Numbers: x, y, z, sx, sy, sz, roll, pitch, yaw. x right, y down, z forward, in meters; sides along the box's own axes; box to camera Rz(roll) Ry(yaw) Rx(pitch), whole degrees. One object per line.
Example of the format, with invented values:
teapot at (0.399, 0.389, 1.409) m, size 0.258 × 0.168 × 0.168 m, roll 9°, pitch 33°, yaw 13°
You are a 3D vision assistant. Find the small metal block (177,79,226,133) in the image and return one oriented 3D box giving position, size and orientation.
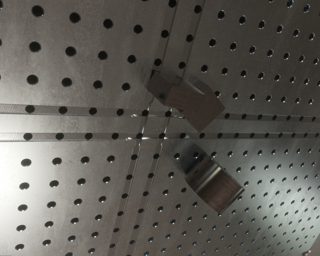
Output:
small metal block at (0.054, -0.029, 0.425) m, size 0.050 × 0.025 × 0.050 m, roll -44°, pitch 130°, yaw 2°

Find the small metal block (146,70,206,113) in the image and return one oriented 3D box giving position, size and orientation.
small metal block at (0.019, -0.044, 0.380) m, size 0.050 × 0.050 × 0.025 m, roll 11°, pitch 113°, yaw -33°

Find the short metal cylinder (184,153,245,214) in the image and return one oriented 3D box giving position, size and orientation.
short metal cylinder at (0.083, 0.084, 0.476) m, size 0.050 × 0.080 × 0.080 m, roll -47°, pitch 130°, yaw 4°
